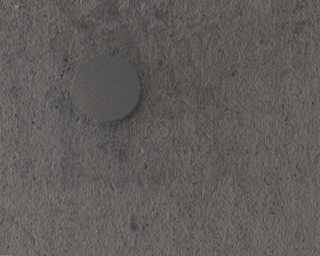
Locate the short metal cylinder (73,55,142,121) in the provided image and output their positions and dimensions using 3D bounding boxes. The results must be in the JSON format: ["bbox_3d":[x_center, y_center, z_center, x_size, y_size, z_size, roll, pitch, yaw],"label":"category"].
[{"bbox_3d":[-0.064,-0.048,0.397,0.080,0.050,0.080,0,90,0],"label":"short metal cylinder"}]
